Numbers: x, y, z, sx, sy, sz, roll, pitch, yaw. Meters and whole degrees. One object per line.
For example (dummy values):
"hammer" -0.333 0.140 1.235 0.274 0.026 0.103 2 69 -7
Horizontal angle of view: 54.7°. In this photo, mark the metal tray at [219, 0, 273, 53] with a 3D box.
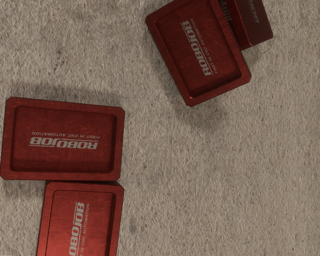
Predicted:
"metal tray" 0.108 -0.175 0.426 0.091 0.030 0.129 -31 102 -46

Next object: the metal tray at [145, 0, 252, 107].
"metal tray" 0.050 -0.103 0.399 0.090 0.030 0.129 -23 101 21

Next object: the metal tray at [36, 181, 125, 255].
"metal tray" -0.097 0.128 0.371 0.091 0.030 0.129 8 87 -20

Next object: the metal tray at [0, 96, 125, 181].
"metal tray" -0.111 0.015 0.365 0.131 0.030 0.089 5 89 -20
